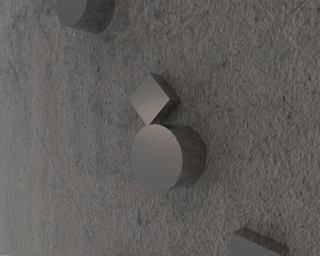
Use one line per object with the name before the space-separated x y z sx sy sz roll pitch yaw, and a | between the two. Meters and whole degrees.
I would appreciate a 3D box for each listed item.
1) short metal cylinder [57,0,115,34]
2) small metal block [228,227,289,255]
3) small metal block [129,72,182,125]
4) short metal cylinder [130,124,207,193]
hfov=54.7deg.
short metal cylinder | -0.117 -0.193 0.486 0.080 0.050 0.080 0 90 40
small metal block | 0.100 0.140 0.323 0.050 0.025 0.050 15 100 39
small metal block | -0.007 -0.037 0.411 0.050 0.025 0.050 -50 61 28
short metal cylinder | 0.010 0.035 0.381 0.080 0.050 0.080 0 90 40
